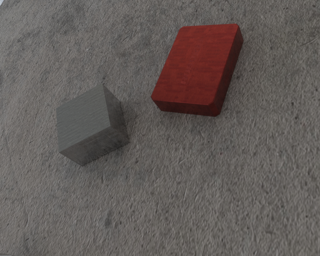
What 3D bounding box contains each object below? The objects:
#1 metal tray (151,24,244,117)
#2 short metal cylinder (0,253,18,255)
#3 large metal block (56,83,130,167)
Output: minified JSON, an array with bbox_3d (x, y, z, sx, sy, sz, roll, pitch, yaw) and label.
[{"bbox_3d":[0.052,-0.082,0.424,0.090,0.030,0.130,8,66,31],"label":"metal tray"},{"bbox_3d":[-0.196,0.194,0.372,0.080,0.050,0.080,-13,56,21],"label":"short metal cylinder"},{"bbox_3d":[-0.097,-0.004,0.441,0.080,0.050,0.080,-26,53,11],"label":"large metal block"}]
